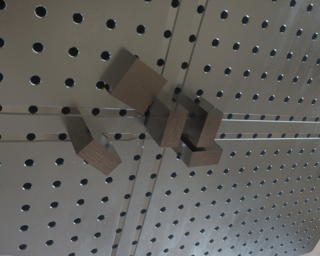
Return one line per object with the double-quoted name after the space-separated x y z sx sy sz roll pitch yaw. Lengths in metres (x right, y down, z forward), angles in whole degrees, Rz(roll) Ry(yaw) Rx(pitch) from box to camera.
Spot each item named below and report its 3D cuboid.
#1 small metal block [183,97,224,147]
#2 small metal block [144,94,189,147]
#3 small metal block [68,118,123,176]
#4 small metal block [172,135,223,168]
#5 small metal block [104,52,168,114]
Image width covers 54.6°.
0.054 -0.009 0.419 0.025 0.050 0.050 1 118 -29 "small metal block"
0.007 -0.010 0.392 0.025 0.050 0.050 1 118 -29 "small metal block"
-0.077 0.022 0.366 0.025 0.050 0.050 -43 129 1 "small metal block"
0.052 0.029 0.441 0.050 0.050 0.025 -3 120 -27 "small metal block"
-0.028 -0.052 0.363 0.050 0.025 0.050 30 102 -38 "small metal block"
